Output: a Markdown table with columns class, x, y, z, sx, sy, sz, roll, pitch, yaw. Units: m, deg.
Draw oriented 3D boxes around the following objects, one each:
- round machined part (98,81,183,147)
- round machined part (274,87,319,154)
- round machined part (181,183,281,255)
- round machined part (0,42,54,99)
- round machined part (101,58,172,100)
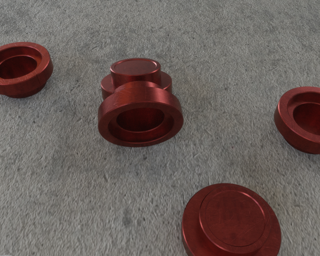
| class | x | y | z | sx | sy | sz | roll | pitch | yaw |
| --- | --- | --- | --- | --- | --- | --- | --- | --- | --- |
| round machined part | -0.024 | -0.019 | 0.369 | 0.099 | 0.098 | 0.042 | -5 | 58 | -5 |
| round machined part | 0.196 | -0.005 | 0.398 | 0.099 | 0.042 | 0.098 | 0 | 50 | 0 |
| round machined part | 0.071 | 0.098 | 0.311 | 0.099 | 0.042 | 0.098 | 0 | 50 | 0 |
| round machined part | -0.208 | -0.082 | 0.459 | 0.099 | 0.042 | 0.098 | 0 | 50 | 0 |
| round machined part | -0.033 | -0.067 | 0.429 | 0.099 | 0.042 | 0.098 | -1 | 31 | 1 |
